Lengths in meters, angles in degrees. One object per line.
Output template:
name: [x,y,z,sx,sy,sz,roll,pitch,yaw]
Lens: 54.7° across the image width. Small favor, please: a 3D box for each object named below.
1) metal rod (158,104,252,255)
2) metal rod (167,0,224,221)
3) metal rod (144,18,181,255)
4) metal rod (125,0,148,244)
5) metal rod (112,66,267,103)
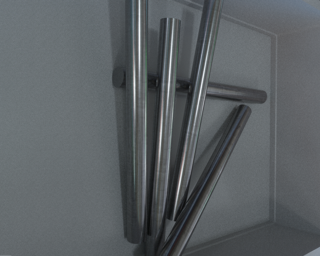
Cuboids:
metal rod: [0.072,0.069,0.440,0.025,0.025,0.301,56,50,-26]
metal rod: [0.046,-0.023,0.417,0.025,0.025,0.298,8,94,-40]
metal rod: [0.003,0.019,0.386,0.025,0.025,0.298,-1,97,-40]
metal rod: [-0.027,-0.010,0.358,0.025,0.025,0.298,-8,103,-40]
metal rod: [0.066,-0.058,0.461,0.302,0.025,0.025,1,90,-40]
